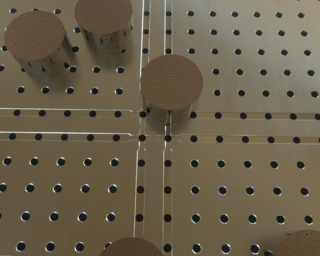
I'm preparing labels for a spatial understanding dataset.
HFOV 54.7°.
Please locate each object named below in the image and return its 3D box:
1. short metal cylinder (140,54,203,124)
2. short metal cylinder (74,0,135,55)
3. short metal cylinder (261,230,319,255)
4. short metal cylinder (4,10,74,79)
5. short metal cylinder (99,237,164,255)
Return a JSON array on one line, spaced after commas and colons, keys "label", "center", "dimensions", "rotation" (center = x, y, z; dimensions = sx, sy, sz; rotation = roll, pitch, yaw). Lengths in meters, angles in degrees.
[{"label": "short metal cylinder", "center": [0.015, -0.051, 0.417], "dimensions": [0.081, 0.050, 0.080], "rotation": [0, 70, 0]}, {"label": "short metal cylinder", "center": [-0.079, -0.156, 0.454], "dimensions": [0.081, 0.050, 0.080], "rotation": [0, 70, 0]}, {"label": "short metal cylinder", "center": [0.160, 0.155, 0.344], "dimensions": [0.081, 0.050, 0.080], "rotation": [0, 70, -1]}, {"label": "short metal cylinder", "center": [-0.169, -0.117, 0.439], "dimensions": [0.081, 0.050, 0.080], "rotation": [0, 70, 0]}, {"label": "short metal cylinder", "center": [-0.030, 0.162, 0.339], "dimensions": [0.081, 0.050, 0.080], "rotation": [0, 70, -1]}]
